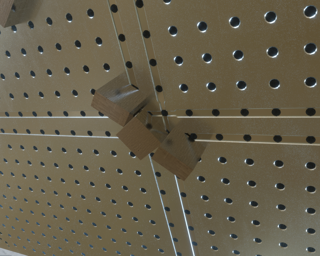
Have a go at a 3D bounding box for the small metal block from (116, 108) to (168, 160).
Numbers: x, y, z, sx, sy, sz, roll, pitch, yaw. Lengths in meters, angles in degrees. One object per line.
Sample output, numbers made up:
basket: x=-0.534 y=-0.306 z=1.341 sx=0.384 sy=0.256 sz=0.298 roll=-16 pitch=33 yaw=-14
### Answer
small metal block: x=-0.024 y=0.009 z=0.428 sx=0.050 sy=0.025 sz=0.050 roll=46 pitch=129 yaw=-5

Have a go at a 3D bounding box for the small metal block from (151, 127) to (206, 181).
small metal block: x=0.025 y=0.032 z=0.401 sx=0.050 sy=0.050 sz=0.025 roll=35 pitch=129 yaw=4

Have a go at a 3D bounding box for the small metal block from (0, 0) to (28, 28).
small metal block: x=-0.210 y=-0.172 z=0.413 sx=0.050 sy=0.025 sz=0.050 roll=45 pitch=129 yaw=-4

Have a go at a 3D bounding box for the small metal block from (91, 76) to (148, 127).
small metal block: x=-0.051 y=-0.035 z=0.399 sx=0.050 sy=0.050 sz=0.025 roll=33 pitch=129 yaw=6
